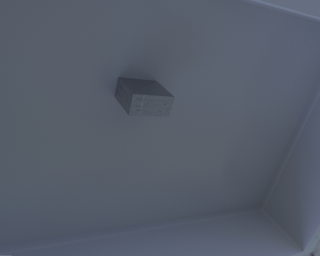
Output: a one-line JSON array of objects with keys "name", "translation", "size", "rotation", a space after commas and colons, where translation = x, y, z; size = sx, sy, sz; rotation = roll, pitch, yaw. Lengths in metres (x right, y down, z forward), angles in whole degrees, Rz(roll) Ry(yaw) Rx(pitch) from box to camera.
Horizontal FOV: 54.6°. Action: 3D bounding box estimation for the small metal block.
[{"name": "small metal block", "translation": [-0.019, -0.036, 0.359], "size": [0.050, 0.050, 0.025], "rotation": [1, 118, -29]}]
